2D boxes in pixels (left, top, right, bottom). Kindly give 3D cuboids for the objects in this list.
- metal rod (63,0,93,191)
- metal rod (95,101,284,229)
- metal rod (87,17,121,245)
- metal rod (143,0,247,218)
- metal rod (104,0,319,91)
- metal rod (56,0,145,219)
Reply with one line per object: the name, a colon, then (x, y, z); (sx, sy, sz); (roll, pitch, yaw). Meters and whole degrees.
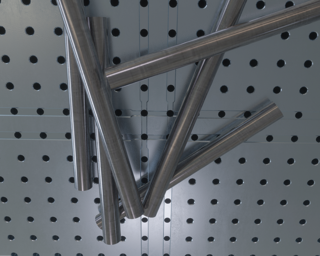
metal rod: (-0.104, -0.057, 0.391); (0.025, 0.025, 0.298); (2, 110, -1)
metal rod: (0.033, 0.058, 0.434); (0.300, 0.025, 0.025); (-34, 107, 11)
metal rod: (-0.072, 0.014, 0.403); (0.025, 0.025, 0.298); (-1, 105, 0)
metal rod: (0.037, -0.020, 0.391); (0.025, 0.025, 0.298); (20, 103, -7)
metal rod: (0.086, -0.102, 0.346); (0.301, 0.025, 0.025); (-20, 109, -5)
metal rod: (-0.069, -0.026, 0.365); (0.025, 0.025, 0.298); (-13, 106, 5)
